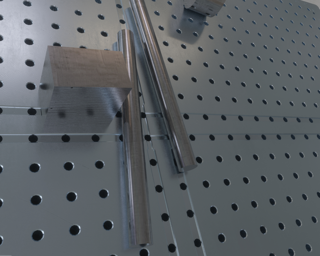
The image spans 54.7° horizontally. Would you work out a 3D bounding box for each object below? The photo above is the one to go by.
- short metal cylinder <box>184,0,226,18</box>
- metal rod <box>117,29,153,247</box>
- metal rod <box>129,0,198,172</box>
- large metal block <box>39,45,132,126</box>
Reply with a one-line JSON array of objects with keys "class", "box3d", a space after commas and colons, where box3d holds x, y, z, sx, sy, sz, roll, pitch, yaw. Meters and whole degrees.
[{"class": "short metal cylinder", "box3d": [0.086, -0.253, 0.573, 0.050, 0.080, 0.080, 13, 56, -21]}, {"class": "metal rod", "box3d": [-0.036, -0.008, 0.393, 0.025, 0.025, 0.299, 7, 59, -25]}, {"class": "metal rod", "box3d": [-0.002, -0.080, 0.455, 0.025, 0.025, 0.299, -2, 63, -29]}, {"class": "large metal block", "box3d": [-0.088, -0.044, 0.353, 0.081, 0.080, 0.050, -3, 63, -30]}]
